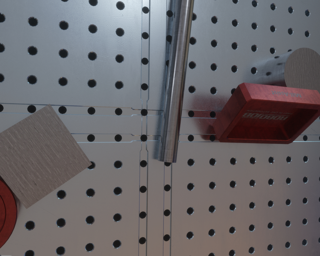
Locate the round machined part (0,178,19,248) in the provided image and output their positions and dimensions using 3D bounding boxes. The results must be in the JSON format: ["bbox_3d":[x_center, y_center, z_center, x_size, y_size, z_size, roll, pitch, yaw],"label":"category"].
[{"bbox_3d":[-0.204,0.089,0.328,0.099,0.042,0.097,0,90,-20],"label":"round machined part"}]

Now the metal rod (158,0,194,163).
[{"bbox_3d":[0.026,-0.103,0.422,0.025,0.025,0.298,7,88,-20],"label":"metal rod"}]

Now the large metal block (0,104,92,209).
[{"bbox_3d":[-0.137,0.029,0.349,0.080,0.050,0.080,-35,102,-17],"label":"large metal block"}]

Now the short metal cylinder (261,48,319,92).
[{"bbox_3d":[0.205,-0.077,0.475,0.081,0.050,0.079,0,90,-20],"label":"short metal cylinder"}]

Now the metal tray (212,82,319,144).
[{"bbox_3d":[0.152,-0.016,0.434,0.131,0.089,0.030,2,51,-20],"label":"metal tray"}]
